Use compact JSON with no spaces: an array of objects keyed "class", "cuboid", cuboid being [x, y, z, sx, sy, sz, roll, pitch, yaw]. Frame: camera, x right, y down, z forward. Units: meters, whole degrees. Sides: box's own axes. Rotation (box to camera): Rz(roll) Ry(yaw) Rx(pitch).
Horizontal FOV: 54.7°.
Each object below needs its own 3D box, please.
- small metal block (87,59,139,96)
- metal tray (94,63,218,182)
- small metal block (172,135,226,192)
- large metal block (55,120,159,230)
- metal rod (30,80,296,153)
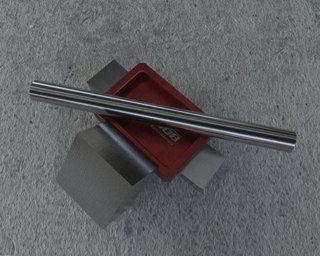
[{"class":"small metal block","cuboid":[-0.063,-0.058,0.429,0.050,0.025,0.050,43,75,13]},{"class":"metal tray","cuboid":[-0.007,-0.009,0.382,0.130,0.030,0.090,42,75,13]},{"class":"small metal block","cuboid":[0.047,0.045,0.393,0.050,0.025,0.050,37,74,12]},{"class":"large metal block","cuboid":[-0.062,0.052,0.351,0.080,0.079,0.050,41,33,13]},{"class":"metal rod","cuboid":[0.000,-0.014,0.356,0.302,0.025,0.025,12,71,3]}]
